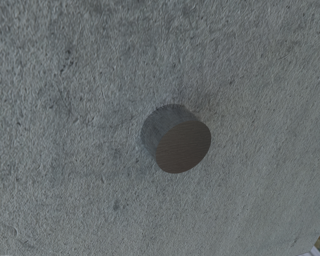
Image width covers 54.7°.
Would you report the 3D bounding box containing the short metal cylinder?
[{"bbox_3d":[0.021,0.014,0.414,0.081,0.050,0.079,-14,125,-21],"label":"short metal cylinder"}]
